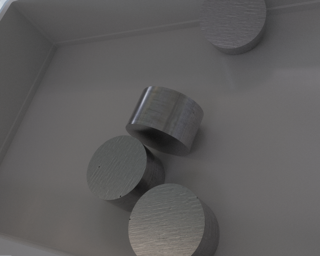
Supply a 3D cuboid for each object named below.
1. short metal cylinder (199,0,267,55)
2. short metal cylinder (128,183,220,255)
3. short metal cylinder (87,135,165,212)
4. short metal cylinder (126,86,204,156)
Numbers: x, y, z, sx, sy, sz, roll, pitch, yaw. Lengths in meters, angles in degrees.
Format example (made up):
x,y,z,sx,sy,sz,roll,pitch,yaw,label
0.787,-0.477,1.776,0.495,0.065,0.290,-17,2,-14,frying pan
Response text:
x,y,z,sx,sy,sz,roll,pitch,yaw,label
0.096,-0.139,0.402,0.080,0.050,0.079,1,94,19,short metal cylinder
0.015,0.103,0.318,0.080,0.050,0.080,-13,56,21,short metal cylinder
-0.041,0.056,0.377,0.080,0.050,0.080,-13,56,21,short metal cylinder
0.006,-0.007,0.371,0.080,0.080,0.050,11,67,32,short metal cylinder
